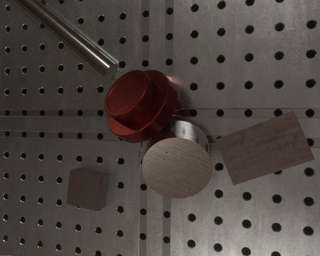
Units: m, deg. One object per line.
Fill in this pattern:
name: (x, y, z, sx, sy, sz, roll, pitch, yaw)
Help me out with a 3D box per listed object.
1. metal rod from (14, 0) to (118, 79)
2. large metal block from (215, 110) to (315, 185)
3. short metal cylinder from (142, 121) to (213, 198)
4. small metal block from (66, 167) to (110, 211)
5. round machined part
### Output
metal rod: (-0.179, -0.174, 0.473, 0.300, 0.025, 0.025, 40, 103, 15)
large metal block: (0.115, 0.021, 0.343, 0.080, 0.080, 0.050, -22, 83, 18)
short metal cylinder: (0.021, 0.037, 0.375, 0.080, 0.050, 0.079, 2, 113, 4)
small metal block: (-0.104, 0.087, 0.448, 0.050, 0.025, 0.050, 8, 93, 19)
round machined part: (-0.030, -0.034, 0.388, 0.098, 0.042, 0.098, -21, 50, 28)
